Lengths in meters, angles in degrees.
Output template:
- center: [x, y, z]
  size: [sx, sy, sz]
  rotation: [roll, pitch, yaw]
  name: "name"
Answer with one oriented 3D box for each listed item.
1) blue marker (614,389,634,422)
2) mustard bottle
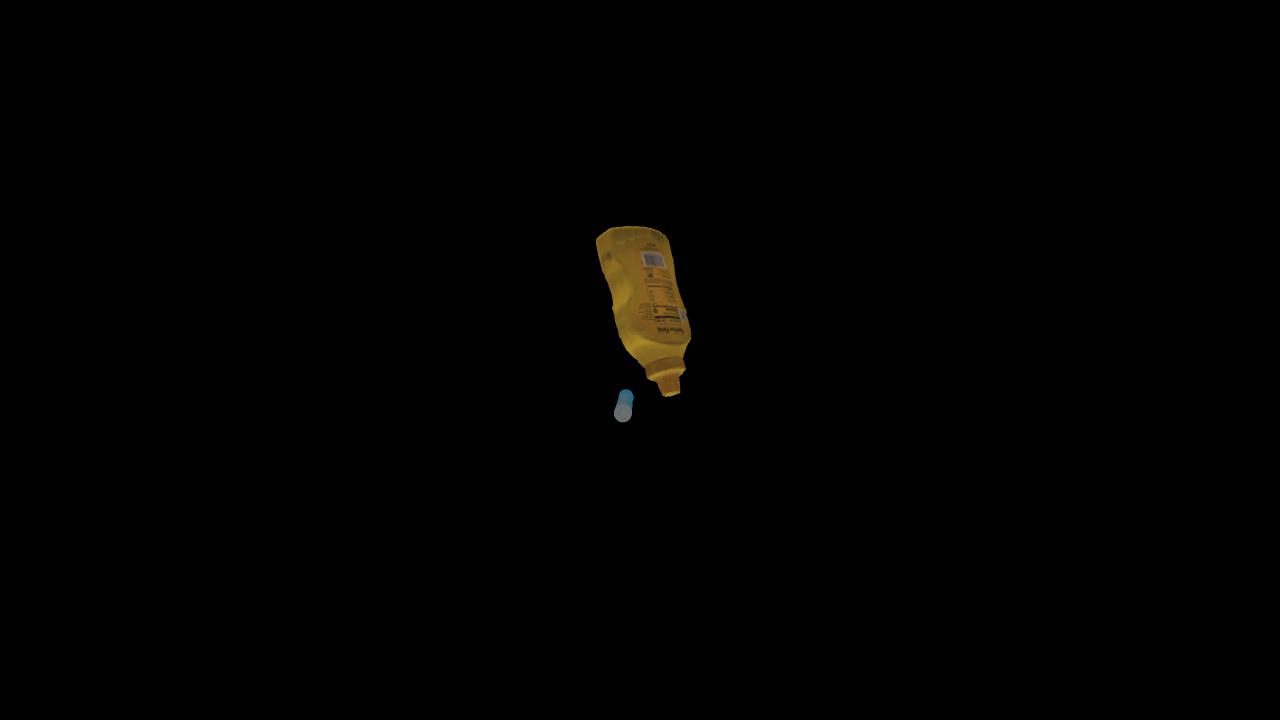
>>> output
- center: [-0.017, 0.050, 0.696]
  size: [0.020, 0.020, 0.121]
  rotation: [0, 5, 1]
  name: "blue marker"
- center: [0.012, -0.050, 0.655]
  size: [0.054, 0.184, 0.092]
  rotation: [-26, -18, 40]
  name: "mustard bottle"
